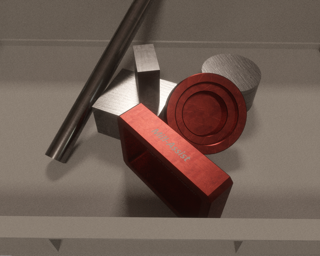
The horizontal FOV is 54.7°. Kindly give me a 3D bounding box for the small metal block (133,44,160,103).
[{"bbox_3d":[-0.017,-0.067,0.380,0.025,0.050,0.050,-7,51,-6],"label":"small metal block"}]

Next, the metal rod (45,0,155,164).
[{"bbox_3d":[-0.063,-0.093,0.407,0.025,0.025,0.299,22,77,17],"label":"metal rod"}]

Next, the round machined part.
[{"bbox_3d":[0.054,-0.018,0.388,0.099,0.042,0.097,0,92,-6],"label":"round machined part"}]

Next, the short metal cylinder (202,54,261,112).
[{"bbox_3d":[0.097,-0.061,0.442,0.081,0.050,0.080,0,50,0],"label":"short metal cylinder"}]

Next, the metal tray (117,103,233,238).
[{"bbox_3d":[0.010,0.044,0.326,0.030,0.089,0.130,-35,59,-26],"label":"metal tray"}]

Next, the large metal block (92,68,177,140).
[{"bbox_3d":[-0.030,-0.026,0.410,0.080,0.050,0.080,18,52,14],"label":"large metal block"}]
